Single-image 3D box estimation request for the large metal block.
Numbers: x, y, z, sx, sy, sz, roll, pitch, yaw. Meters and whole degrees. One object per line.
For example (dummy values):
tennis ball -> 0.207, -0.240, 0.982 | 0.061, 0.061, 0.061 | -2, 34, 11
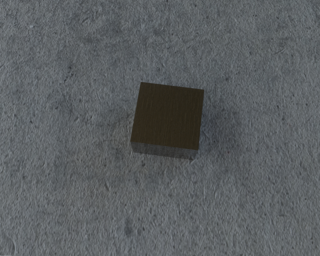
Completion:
large metal block -> 0.010, -0.008, 0.399 | 0.080, 0.050, 0.080 | 7, 70, 2
